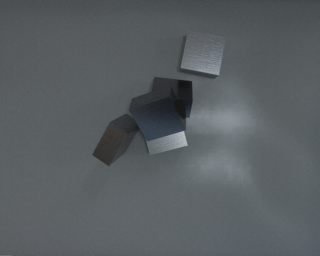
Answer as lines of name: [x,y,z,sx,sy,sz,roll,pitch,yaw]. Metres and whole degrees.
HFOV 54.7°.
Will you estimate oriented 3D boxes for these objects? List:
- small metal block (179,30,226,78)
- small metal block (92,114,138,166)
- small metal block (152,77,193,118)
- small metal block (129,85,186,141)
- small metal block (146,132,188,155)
small metal block: [0.056,-0.097,0.412,0.050,0.025,0.050,11,90,0]
small metal block: [-0.053,0.014,0.390,0.025,0.050,0.050,34,111,6]
small metal block: [0.015,-0.040,0.396,0.050,0.050,0.025,7,127,0]
small metal block: [-0.001,-0.016,0.368,0.050,0.025,0.050,-17,124,17]
small metal block: [0.005,0.005,0.411,0.050,0.025,0.050,-15,90,0]
